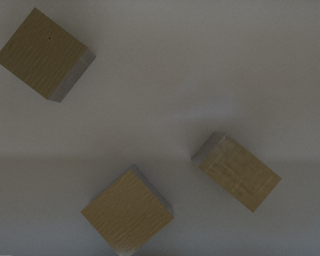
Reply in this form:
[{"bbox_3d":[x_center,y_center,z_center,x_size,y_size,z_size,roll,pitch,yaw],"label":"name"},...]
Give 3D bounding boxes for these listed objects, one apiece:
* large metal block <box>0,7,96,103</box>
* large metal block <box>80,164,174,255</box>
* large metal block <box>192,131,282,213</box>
[{"bbox_3d":[-0.143,-0.090,0.398,0.080,0.050,0.080,38,90,0],"label":"large metal block"},{"bbox_3d":[-0.039,0.105,0.399,0.080,0.050,0.080,-41,90,0],"label":"large metal block"},{"bbox_3d":[0.089,0.050,0.384,0.080,0.080,0.050,40,90,0],"label":"large metal block"}]
